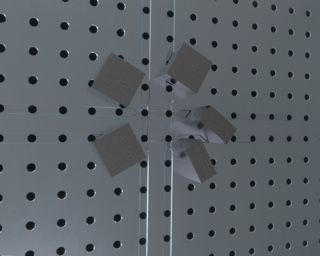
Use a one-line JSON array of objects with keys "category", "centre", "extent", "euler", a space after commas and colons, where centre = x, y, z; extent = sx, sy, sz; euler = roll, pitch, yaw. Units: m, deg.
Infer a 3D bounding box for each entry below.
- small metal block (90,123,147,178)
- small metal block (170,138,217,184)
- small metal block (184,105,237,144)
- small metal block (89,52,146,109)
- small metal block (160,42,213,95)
[{"category": "small metal block", "centre": [-0.053, 0.027, 0.393], "extent": [0.050, 0.025, 0.050], "euler": [-29, 100, -18]}, {"category": "small metal block", "centre": [0.044, 0.042, 0.415], "extent": [0.025, 0.050, 0.050], "euler": [-29, 100, -18]}, {"category": "small metal block", "centre": [0.068, -0.004, 0.424], "extent": [0.050, 0.050, 0.025], "euler": [39, 78, -16]}, {"category": "small metal block", "centre": [-0.054, -0.059, 0.392], "extent": [0.050, 0.025, 0.050], "euler": [30, 80, -18]}, {"category": "small metal block", "centre": [0.037, -0.080, 0.426], "extent": [0.050, 0.025, 0.050], "euler": [31, 80, -18]}]
